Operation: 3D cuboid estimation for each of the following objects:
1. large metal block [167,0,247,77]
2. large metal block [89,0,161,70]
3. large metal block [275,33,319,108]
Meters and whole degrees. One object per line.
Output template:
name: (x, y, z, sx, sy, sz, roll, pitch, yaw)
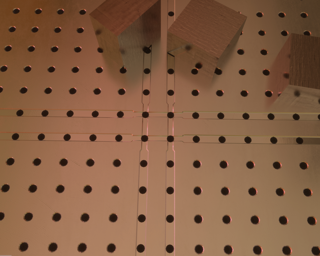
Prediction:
large metal block: (0.065, -0.135, 0.448, 0.080, 0.050, 0.080, 31, 73, 11)
large metal block: (-0.044, -0.143, 0.435, 0.050, 0.080, 0.080, 40, 75, 13)
large metal block: (0.210, -0.077, 0.428, 0.080, 0.050, 0.080, 10, 70, 3)
